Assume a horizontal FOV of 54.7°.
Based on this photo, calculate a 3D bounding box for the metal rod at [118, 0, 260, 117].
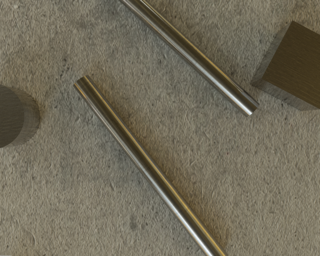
[{"bbox_3d":[0.012,-0.125,0.409,0.300,0.025,0.025,42,90,0],"label":"metal rod"}]

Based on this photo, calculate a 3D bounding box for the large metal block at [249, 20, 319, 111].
[{"bbox_3d":[0.177,-0.076,0.399,0.080,0.050,0.080,28,90,0],"label":"large metal block"}]

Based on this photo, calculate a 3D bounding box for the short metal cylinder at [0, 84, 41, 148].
[{"bbox_3d":[-0.203,-0.014,0.396,0.081,0.050,0.079,0,90,0],"label":"short metal cylinder"}]

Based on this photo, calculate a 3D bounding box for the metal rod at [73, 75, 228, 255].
[{"bbox_3d":[-0.012,0.056,0.409,0.025,0.025,0.300,-38,90,0],"label":"metal rod"}]
